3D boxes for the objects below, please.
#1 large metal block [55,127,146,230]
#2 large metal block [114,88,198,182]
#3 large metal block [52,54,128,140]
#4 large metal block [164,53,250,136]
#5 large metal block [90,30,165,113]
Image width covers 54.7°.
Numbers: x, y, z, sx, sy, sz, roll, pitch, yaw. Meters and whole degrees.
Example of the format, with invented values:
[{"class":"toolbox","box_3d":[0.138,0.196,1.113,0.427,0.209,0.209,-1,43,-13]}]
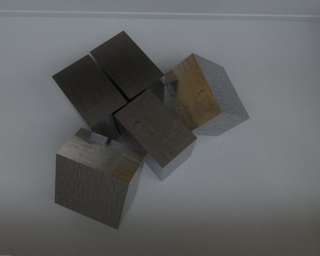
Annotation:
[{"class":"large metal block","box_3d":[-0.068,0.057,0.350,0.080,0.079,0.050,21,37,7]},{"class":"large metal block","box_3d":[-0.005,0.012,0.374,0.050,0.080,0.080,-40,75,-13]},{"class":"large metal block","box_3d":[-0.081,-0.031,0.390,0.050,0.080,0.080,-36,74,-12]},{"class":"large metal block","box_3d":[0.058,-0.038,0.387,0.050,0.080,0.080,-33,68,31]},{"class":"large metal block","box_3d":[-0.039,-0.062,0.401,0.050,0.080,0.080,-37,75,-12]}]
